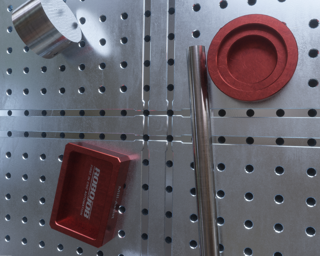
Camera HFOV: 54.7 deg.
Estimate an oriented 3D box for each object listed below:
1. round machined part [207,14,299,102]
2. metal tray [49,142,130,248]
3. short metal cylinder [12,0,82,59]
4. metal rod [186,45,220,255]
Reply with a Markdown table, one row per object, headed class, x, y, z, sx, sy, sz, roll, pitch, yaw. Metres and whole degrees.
| class | x | y | z | sx | sy | sz | roll | pitch | yaw |
| --- | --- | --- | --- | --- | --- | --- | --- | --- | --- |
| round machined part | 0.108 | -0.079 | 0.365 | 0.098 | 0.042 | 0.097 | 0 | 90 | 20 |
| metal tray | -0.102 | 0.093 | 0.445 | 0.090 | 0.030 | 0.129 | 15 | 95 | 19 |
| short metal cylinder | -0.158 | -0.146 | 0.439 | 0.050 | 0.080 | 0.080 | -25 | 82 | 18 |
| metal rod | 0.055 | 0.047 | 0.392 | 0.025 | 0.025 | 0.298 | -4 | 89 | 20 |
